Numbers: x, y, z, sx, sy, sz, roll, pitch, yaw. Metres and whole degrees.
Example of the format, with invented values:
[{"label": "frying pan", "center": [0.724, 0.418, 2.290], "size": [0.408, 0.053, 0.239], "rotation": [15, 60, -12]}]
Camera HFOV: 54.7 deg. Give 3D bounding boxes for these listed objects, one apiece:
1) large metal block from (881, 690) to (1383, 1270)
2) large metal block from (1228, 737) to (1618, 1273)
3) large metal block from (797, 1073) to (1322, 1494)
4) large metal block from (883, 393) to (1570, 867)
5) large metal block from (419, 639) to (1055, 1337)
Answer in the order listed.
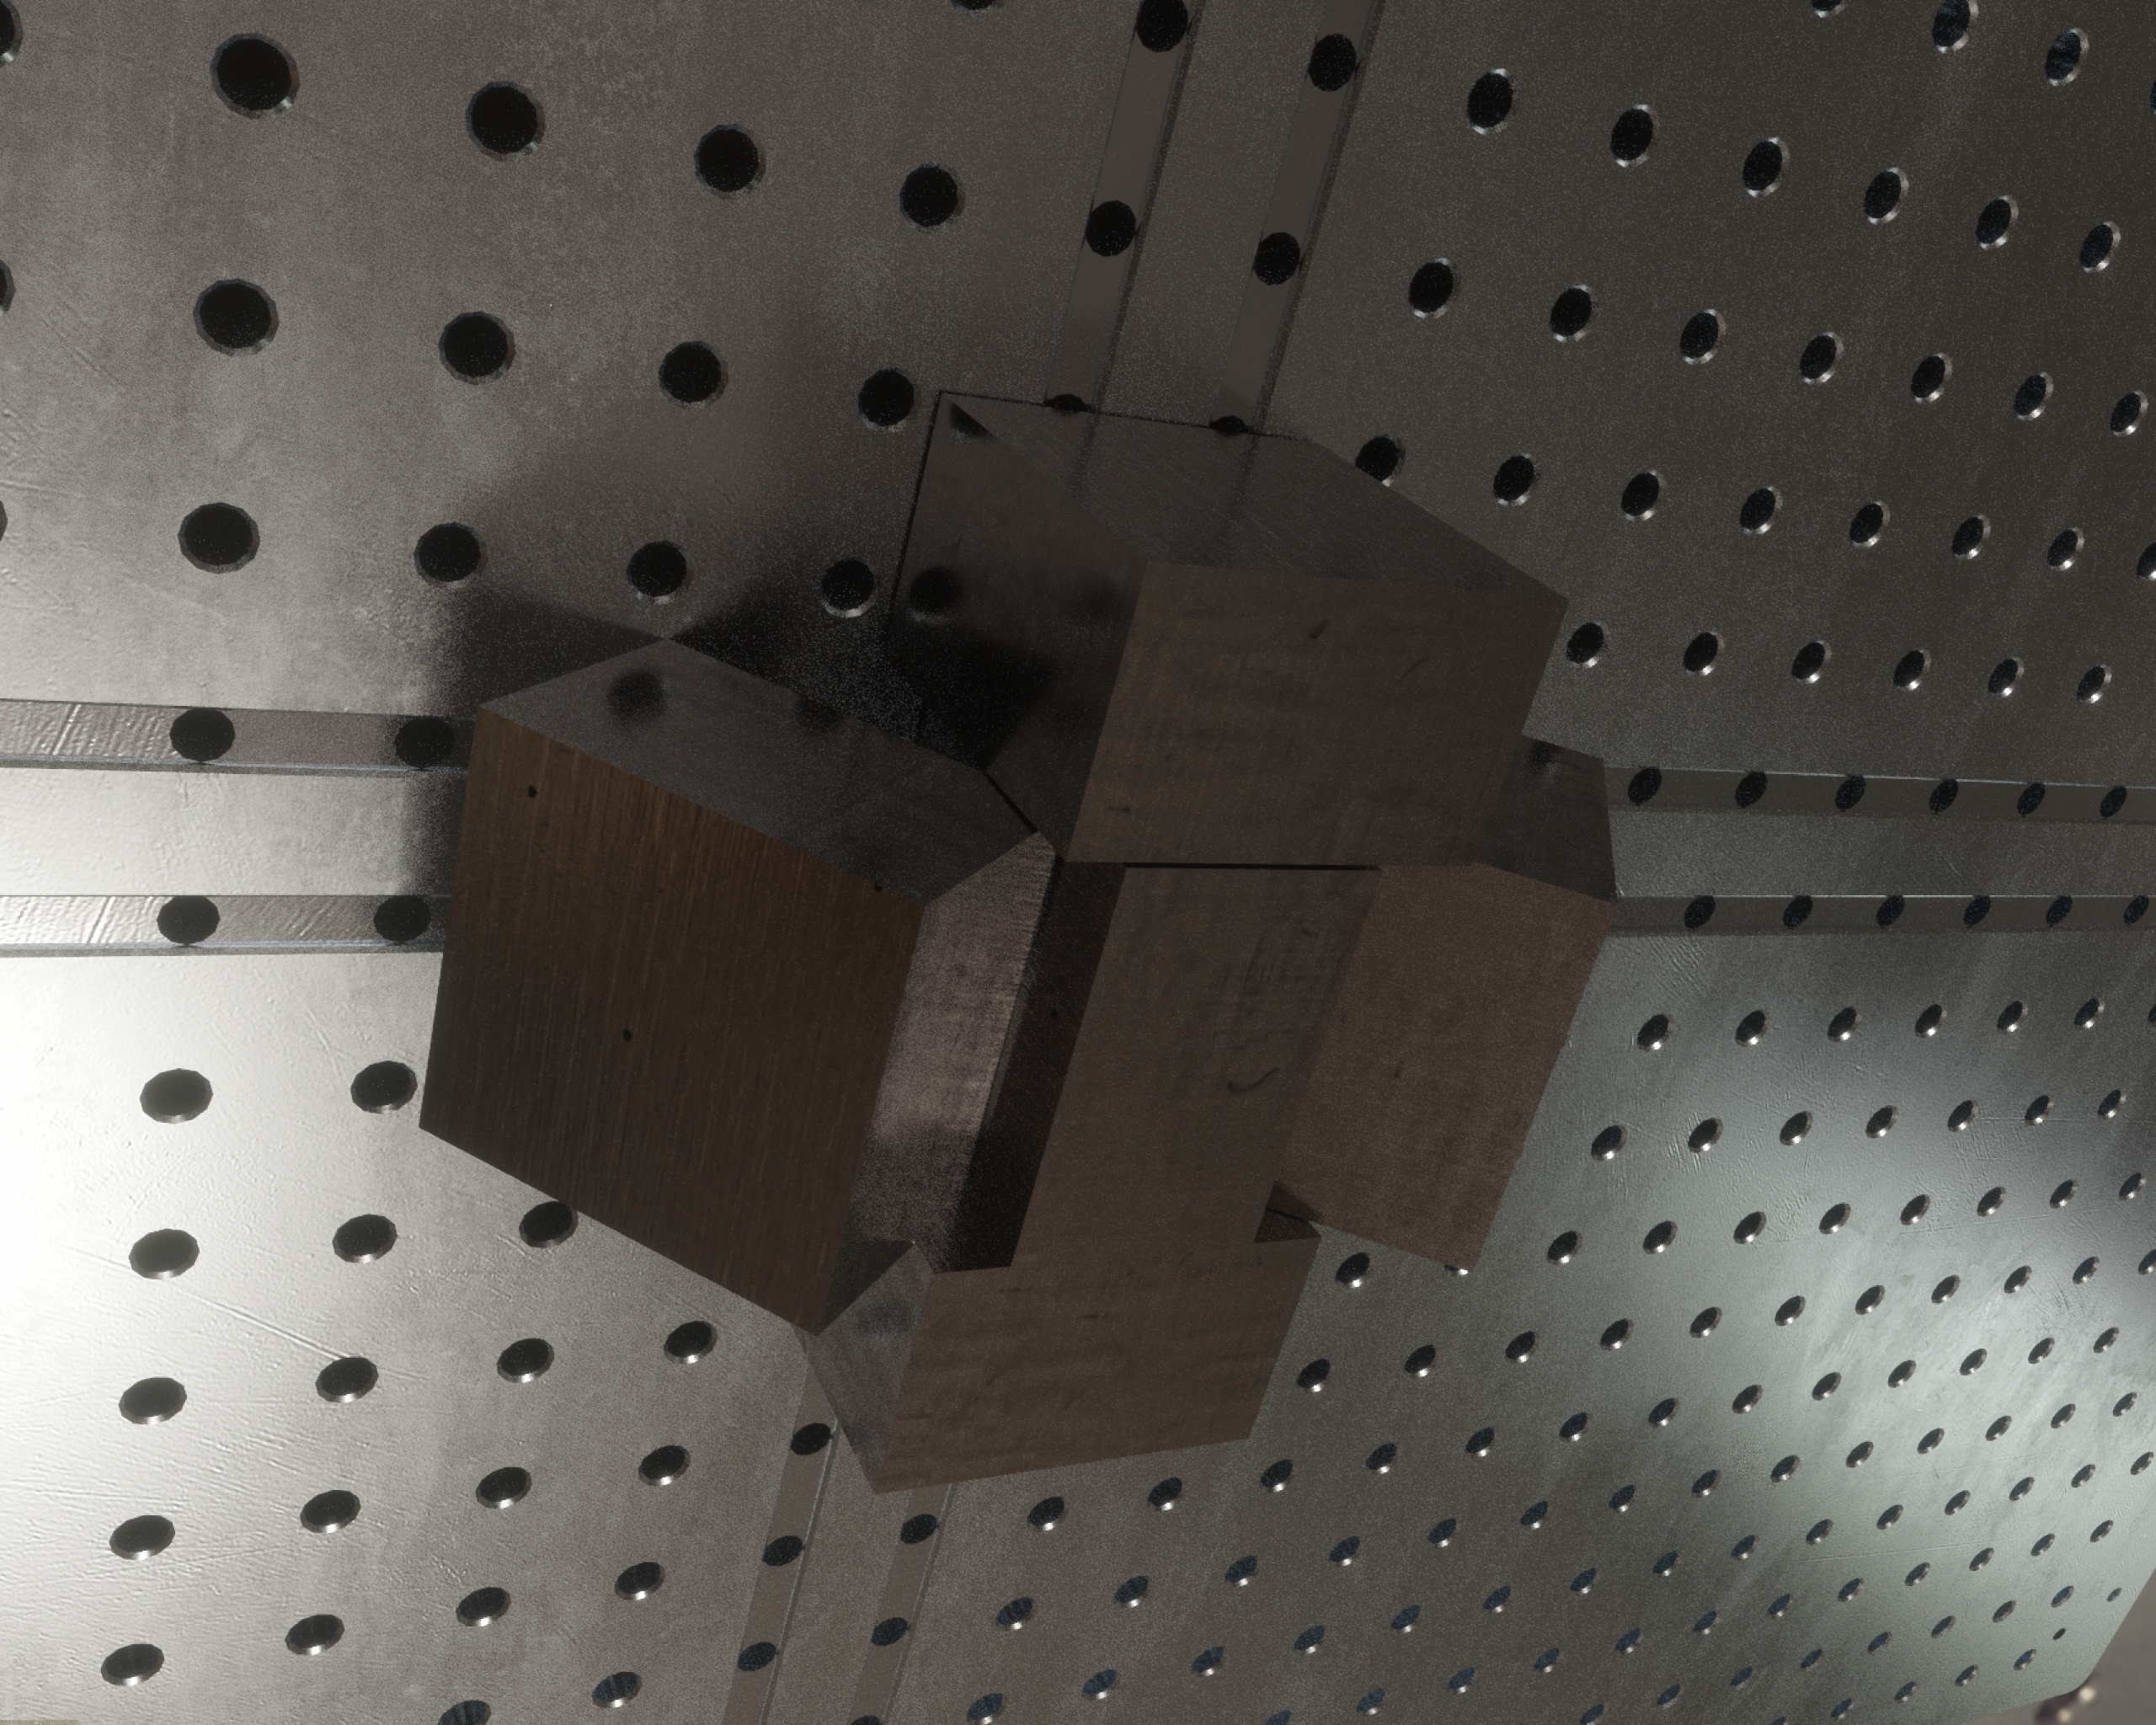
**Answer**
[{"label": "large metal block", "center": [0.003, 0.017, 0.388], "size": [0.050, 0.080, 0.079], "rotation": [1, 118, -29]}, {"label": "large metal block", "center": [0.068, 0.021, 0.416], "size": [0.050, 0.080, 0.079], "rotation": [17, 114, 5]}, {"label": "large metal block", "center": [-0.012, 0.073, 0.414], "size": [0.081, 0.080, 0.050], "rotation": [1, 118, -29]}, {"label": "large metal block", "center": [0.022, -0.041, 0.363], "size": [0.081, 0.080, 0.050], "rotation": [1, 118, -29]}, {"label": "large metal block", "center": [-0.057, 0.018, 0.349], "size": [0.050, 0.080, 0.079], "rotation": [-36, 146, -60]}]
